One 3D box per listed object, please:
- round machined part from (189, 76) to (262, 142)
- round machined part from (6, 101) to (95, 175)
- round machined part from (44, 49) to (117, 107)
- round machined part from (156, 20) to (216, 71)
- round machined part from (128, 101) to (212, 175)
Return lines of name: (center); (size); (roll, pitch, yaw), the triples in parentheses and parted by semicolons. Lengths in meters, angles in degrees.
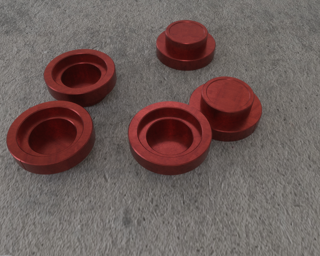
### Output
round machined part: (0.089, -0.032, 0.420); (0.099, 0.042, 0.098); (0, 50, 0)
round machined part: (-0.128, 0.016, 0.378); (0.099, 0.042, 0.098); (0, 50, 0)
round machined part: (-0.112, -0.068, 0.449); (0.099, 0.042, 0.098); (0, 50, 0)
round machined part: (0.043, -0.142, 0.512); (0.099, 0.042, 0.098); (0, 50, 0)
round machined part: (0.012, 0.016, 0.378); (0.099, 0.042, 0.098); (0, 50, 0)
